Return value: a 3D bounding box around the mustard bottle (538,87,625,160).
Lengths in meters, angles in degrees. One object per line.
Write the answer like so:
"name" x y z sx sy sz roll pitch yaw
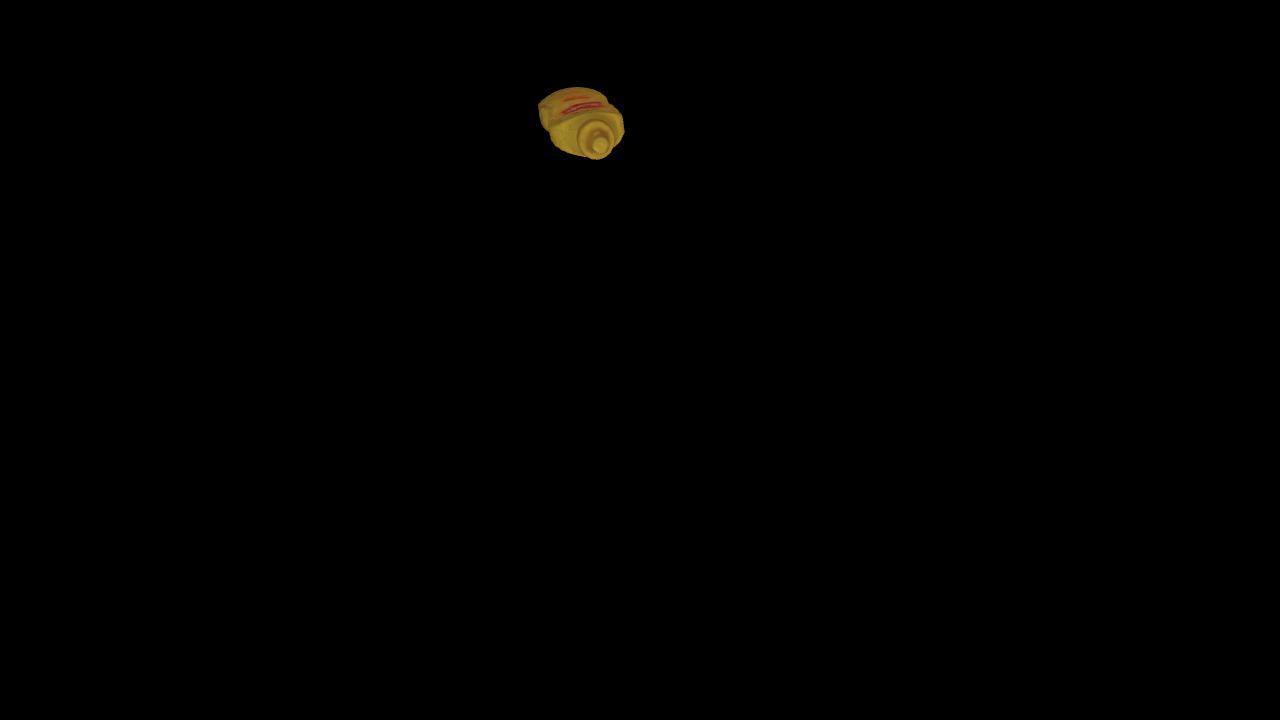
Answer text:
"mustard bottle" -0.066 -0.281 0.740 0.092 0.054 0.184 -8 36 -13
